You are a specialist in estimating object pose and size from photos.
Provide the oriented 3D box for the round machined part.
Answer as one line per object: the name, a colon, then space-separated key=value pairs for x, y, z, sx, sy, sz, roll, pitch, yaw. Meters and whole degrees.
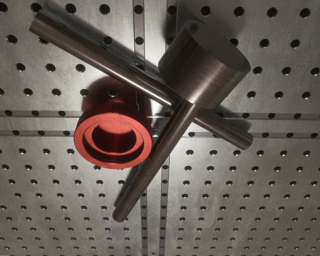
round machined part: x=-0.059 y=0.006 z=0.405 sx=0.099 sy=0.042 sz=0.097 roll=-1 pitch=130 yaw=0

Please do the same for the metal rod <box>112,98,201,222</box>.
metal rod: x=-0.015 y=0.058 z=0.441 sx=0.025 sy=0.025 sz=0.298 roll=17 pitch=134 yaw=-14

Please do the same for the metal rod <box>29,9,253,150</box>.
metal rod: x=-0.004 y=-0.045 z=0.372 sx=0.301 sy=0.025 sz=0.025 roll=28 pitch=125 yaw=-22

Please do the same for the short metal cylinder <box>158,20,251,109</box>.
short metal cylinder: x=0.045 y=-0.066 z=0.320 sx=0.080 sy=0.080 sz=0.050 roll=25 pitch=126 yaw=-20
